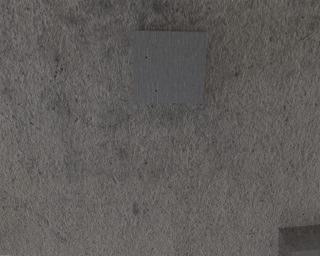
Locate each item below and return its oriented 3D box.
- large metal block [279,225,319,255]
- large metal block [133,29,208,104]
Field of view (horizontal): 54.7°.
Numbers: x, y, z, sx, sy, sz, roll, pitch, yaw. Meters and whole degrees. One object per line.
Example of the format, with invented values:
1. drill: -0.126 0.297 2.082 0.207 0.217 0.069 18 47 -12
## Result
1. large metal block: 0.230 0.198 0.471 0.080 0.050 0.079 -7 110 2
2. large metal block: 0.010 -0.075 0.369 0.081 0.050 0.079 1 110 -1
